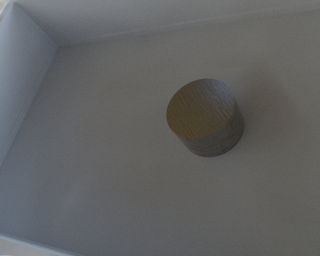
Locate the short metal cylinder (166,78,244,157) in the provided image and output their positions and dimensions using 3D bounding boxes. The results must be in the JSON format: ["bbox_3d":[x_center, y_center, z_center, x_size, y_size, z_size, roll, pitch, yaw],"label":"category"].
[{"bbox_3d":[0.054,-0.012,0.369,0.080,0.050,0.080,-13,56,21],"label":"short metal cylinder"}]
